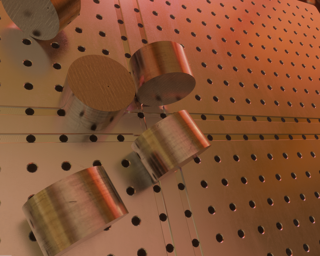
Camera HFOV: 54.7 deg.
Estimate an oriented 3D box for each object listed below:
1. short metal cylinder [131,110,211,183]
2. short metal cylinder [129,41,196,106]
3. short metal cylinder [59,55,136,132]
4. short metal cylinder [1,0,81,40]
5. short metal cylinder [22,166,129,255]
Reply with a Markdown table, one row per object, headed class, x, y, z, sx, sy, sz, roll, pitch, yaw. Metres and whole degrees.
| class | x | y | z | sx | sy | sz | roll | pitch | yaw |
| --- | --- | --- | --- | --- | --- | --- | --- | --- | --- |
| short metal cylinder | 0.013 | 0.022 | 0.368 | 0.081 | 0.080 | 0.050 | -25 | 76 | -37 |
| short metal cylinder | 0.003 | -0.071 | 0.419 | 0.081 | 0.080 | 0.050 | -1 | 63 | -29 |
| short metal cylinder | -0.076 | -0.042 | 0.377 | 0.081 | 0.050 | 0.080 | 14 | 56 | -21 |
| short metal cylinder | -0.149 | -0.159 | 0.391 | 0.080 | 0.080 | 0.050 | 33 | 51 | -7 |
| short metal cylinder | -0.076 | 0.077 | 0.286 | 0.081 | 0.080 | 0.050 | -22 | 74 | -36 |
